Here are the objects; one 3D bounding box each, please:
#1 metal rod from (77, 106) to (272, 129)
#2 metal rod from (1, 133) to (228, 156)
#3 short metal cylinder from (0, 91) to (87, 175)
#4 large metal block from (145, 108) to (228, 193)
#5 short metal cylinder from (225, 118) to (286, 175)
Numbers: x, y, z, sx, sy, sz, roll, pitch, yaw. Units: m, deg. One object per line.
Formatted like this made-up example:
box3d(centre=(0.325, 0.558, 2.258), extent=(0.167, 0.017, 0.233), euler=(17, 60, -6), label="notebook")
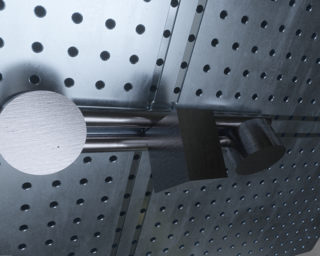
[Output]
box3d(centre=(0.037, -0.012, 0.423), extent=(0.303, 0.025, 0.025), euler=(1, 118, -29), label="metal rod")
box3d(centre=(-0.036, 0.018, 0.402), extent=(0.303, 0.025, 0.025), euler=(0, 118, -29), label="metal rod")
box3d(centre=(-0.121, 0.002, 0.312), extent=(0.081, 0.050, 0.079), euler=(-4, 97, -28), label="short metal cylinder")
box3d(centre=(0.028, 0.030, 0.370), extent=(0.050, 0.080, 0.080), euler=(1, 160, -29), label="large metal block")
box3d(centre=(0.142, 0.030, 0.474), extent=(0.081, 0.050, 0.080), euler=(-14, 145, -10), label="short metal cylinder")
